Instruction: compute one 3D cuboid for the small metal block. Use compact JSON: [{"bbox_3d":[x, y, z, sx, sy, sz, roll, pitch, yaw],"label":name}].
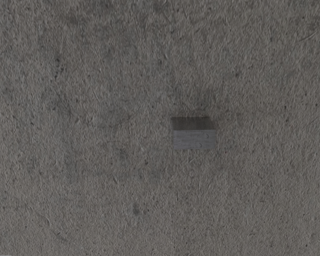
[{"bbox_3d":[0.042,0.005,0.399,0.050,0.050,0.025,-1,110,0],"label":"small metal block"}]
